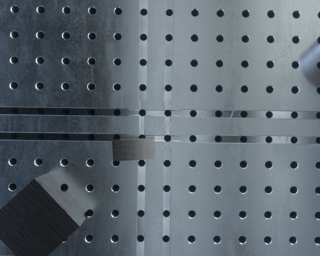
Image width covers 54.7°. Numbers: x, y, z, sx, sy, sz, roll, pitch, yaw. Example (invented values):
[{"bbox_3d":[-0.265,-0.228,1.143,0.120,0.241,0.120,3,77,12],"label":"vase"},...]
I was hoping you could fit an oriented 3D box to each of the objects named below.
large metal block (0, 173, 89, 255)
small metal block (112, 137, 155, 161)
[{"bbox_3d":[-0.154,0.117,0.399,0.080,0.050,0.080,-43,91,0],"label":"large metal block"},{"bbox_3d":[-0.032,0.027,0.401,0.050,0.050,0.025,-3,90,-1],"label":"small metal block"}]
